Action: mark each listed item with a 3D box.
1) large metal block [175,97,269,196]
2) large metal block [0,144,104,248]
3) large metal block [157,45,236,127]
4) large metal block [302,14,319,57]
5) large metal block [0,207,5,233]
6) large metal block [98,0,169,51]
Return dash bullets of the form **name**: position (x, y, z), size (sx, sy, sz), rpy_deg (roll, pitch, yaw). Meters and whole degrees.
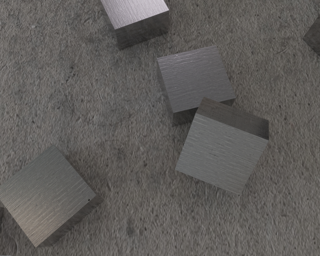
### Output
- **large metal block**: position (0.072, 0.020, 0.365), size (0.080, 0.079, 0.050), rpy_deg (21, 31, 7)
- **large metal block**: position (-0.127, 0.080, 0.365), size (0.080, 0.050, 0.080), rpy_deg (-41, 75, -14)
- **large metal block**: position (0.045, -0.056, 0.415), size (0.081, 0.050, 0.080), rpy_deg (-14, 71, -5)
- **large metal block**: position (0.264, -0.151, 0.436), size (0.080, 0.080, 0.050), rpy_deg (-32, 73, -11)
- **large metal block**: position (-0.233, 0.128, 0.346), size (0.081, 0.050, 0.080), rpy_deg (0, 70, 0)
- **large metal block**: position (-0.040, -0.173, 0.458), size (0.080, 0.050, 0.080), rpy_deg (-23, 72, -8)
